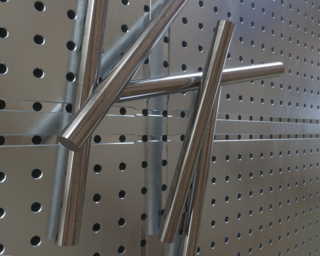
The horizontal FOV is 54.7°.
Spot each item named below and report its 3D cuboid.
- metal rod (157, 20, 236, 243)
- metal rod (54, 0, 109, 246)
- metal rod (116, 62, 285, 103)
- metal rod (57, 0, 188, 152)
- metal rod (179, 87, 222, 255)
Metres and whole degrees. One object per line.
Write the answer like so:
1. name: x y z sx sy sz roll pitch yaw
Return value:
1. metal rod: 0.048 0.006 0.413 0.025 0.025 0.298 14 93 -40
2. metal rod: -0.083 -0.027 0.340 0.025 0.025 0.298 10 84 -40
3. metal rod: 0.073 -0.071 0.445 0.303 0.025 0.025 -13 99 -31
4. metal rod: -0.022 -0.096 0.371 0.025 0.025 0.301 49 55 -29
5. metal rod: 0.062 0.054 0.463 0.025 0.025 0.299 17 79 -39
